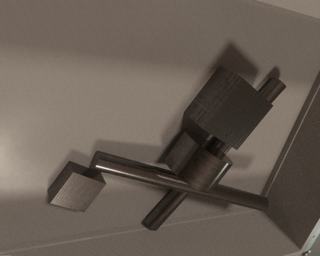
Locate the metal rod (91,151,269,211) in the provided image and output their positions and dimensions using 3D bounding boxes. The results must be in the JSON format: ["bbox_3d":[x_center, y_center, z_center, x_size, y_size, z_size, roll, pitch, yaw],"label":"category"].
[{"bbox_3d":[0.046,0.084,0.458,0.302,0.025,0.025,19,109,-26],"label":"metal rod"}]

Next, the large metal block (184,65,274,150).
[{"bbox_3d":[0.096,-0.027,0.430,0.080,0.050,0.080,29,102,-38],"label":"large metal block"}]

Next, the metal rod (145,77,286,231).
[{"bbox_3d":[0.083,0.043,0.482,0.299,0.025,0.025,-49,129,6],"label":"metal rod"}]

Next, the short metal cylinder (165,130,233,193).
[{"bbox_3d":[0.054,0.045,0.433,0.080,0.080,0.050,26,104,-38],"label":"short metal cylinder"}]

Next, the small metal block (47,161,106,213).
[{"bbox_3d":[-0.107,0.076,0.398,0.050,0.025,0.050,31,101,-38],"label":"small metal block"}]
